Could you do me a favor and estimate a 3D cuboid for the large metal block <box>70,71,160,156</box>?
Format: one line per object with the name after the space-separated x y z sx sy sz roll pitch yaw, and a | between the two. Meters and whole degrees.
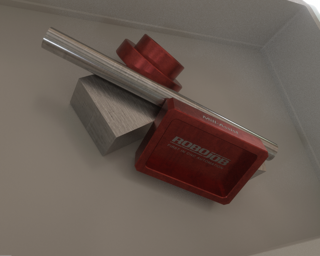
-0.049 -0.024 0.377 0.081 0.050 0.080 -25 76 -37 | large metal block

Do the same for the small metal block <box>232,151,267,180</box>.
0.115 0.043 0.425 0.025 0.050 0.050 14 56 -21 | small metal block

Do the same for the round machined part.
-0.007 -0.086 0.410 0.098 0.042 0.098 39 13 -10 | round machined part

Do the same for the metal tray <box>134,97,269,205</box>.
0.047 0.031 0.366 0.131 0.089 0.030 24 25 -15 | metal tray

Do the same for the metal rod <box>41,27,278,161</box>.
0.011 -0.033 0.365 0.301 0.025 0.025 26 53 -13 | metal rod
